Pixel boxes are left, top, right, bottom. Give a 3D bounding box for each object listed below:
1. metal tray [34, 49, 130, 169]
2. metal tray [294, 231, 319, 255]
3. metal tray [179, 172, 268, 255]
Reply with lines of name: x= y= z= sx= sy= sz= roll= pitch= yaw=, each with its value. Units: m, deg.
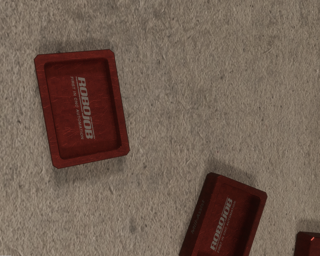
metal tray: x=-0.093 y=-0.024 z=0.372 sx=0.091 sy=0.030 sz=0.129 roll=-10 pitch=94 yaw=-20
metal tray: x=0.261 y=0.241 z=0.506 sx=0.091 sy=0.030 sz=0.129 roll=11 pitch=86 yaw=-20
metal tray: x=0.092 y=0.139 z=0.441 sx=0.091 sy=0.030 sz=0.130 roll=23 pitch=82 yaw=-19
